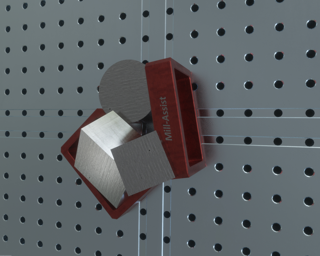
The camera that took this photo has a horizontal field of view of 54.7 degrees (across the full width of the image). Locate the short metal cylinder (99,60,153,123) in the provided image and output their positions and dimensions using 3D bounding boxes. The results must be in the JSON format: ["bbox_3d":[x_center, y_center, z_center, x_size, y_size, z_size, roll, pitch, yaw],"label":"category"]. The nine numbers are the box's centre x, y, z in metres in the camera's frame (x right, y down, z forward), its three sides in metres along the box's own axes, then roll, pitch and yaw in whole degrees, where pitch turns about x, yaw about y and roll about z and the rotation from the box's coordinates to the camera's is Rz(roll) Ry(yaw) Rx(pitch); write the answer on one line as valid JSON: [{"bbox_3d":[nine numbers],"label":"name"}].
[{"bbox_3d":[-0.033,-0.046,0.410,0.080,0.050,0.079,0,90,19],"label":"short metal cylinder"}]

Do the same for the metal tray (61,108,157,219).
[{"bbox_3d":[-0.067,0.048,0.431,0.090,0.030,0.130,-45,77,14],"label":"metal tray"}]

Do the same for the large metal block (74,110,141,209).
[{"bbox_3d":[-0.056,0.040,0.385,0.080,0.050,0.079,41,138,14],"label":"large metal block"}]

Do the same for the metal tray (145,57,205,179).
[{"bbox_3d":[0.021,-0.010,0.370,0.030,0.090,0.129,-10,87,19],"label":"metal tray"}]

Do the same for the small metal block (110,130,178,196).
[{"bbox_3d":[-0.015,0.036,0.317,0.050,0.025,0.050,-23,83,7],"label":"small metal block"}]
